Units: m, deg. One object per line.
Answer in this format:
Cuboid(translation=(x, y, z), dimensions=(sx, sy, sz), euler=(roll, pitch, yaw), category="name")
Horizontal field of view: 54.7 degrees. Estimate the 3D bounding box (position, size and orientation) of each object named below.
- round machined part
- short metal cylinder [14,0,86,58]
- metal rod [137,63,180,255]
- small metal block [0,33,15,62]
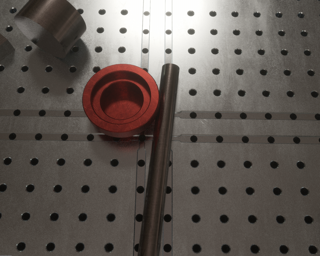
Cuboid(translation=(-0.049, -0.033, 0.413), dimensions=(0.099, 0.042, 0.098), euler=(0, 69, 1), category="round machined part")
Cuboid(translation=(-0.152, -0.144, 0.433), dimensions=(0.080, 0.080, 0.050), euler=(28, 72, 9), category="short metal cylinder")
Cuboid(translation=(-0.002, 0.054, 0.392), dimensions=(0.025, 0.025, 0.299), euler=(6, 70, 2), category="metal rod")
Cuboid(translation=(-0.253, -0.120, 0.452), dimensions=(0.050, 0.025, 0.050), euler=(39, 74, 12), category="small metal block")
